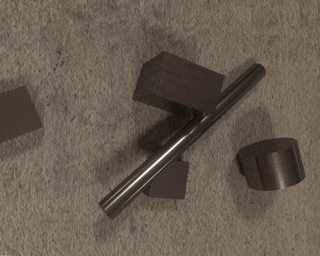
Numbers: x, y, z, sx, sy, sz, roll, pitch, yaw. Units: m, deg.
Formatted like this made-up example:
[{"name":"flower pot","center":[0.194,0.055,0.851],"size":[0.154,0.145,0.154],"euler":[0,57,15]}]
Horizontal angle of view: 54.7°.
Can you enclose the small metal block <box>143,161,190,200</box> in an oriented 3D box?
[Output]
[{"name":"small metal block","center":[0.008,0.067,0.413],"size":[0.050,0.025,0.050],"euler":[9,87,-20]}]

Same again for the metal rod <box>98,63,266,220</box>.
[{"name":"metal rod","center":[0.043,0.004,0.407],"size":[0.301,0.025,0.025],"euler":[-41,103,-23]}]

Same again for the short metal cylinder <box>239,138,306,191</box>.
[{"name":"short metal cylinder","center":[0.158,0.050,0.440],"size":[0.081,0.080,0.050],"euler":[-18,97,-19]}]

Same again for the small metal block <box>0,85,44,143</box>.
[{"name":"small metal block","center":[-0.166,-0.015,0.348],"size":[0.050,0.025,0.050],"euler":[-24,98,-19]}]

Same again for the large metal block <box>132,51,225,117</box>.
[{"name":"large metal block","center":[0.020,-0.050,0.388],"size":[0.081,0.080,0.050],"euler":[18,84,-20]}]
